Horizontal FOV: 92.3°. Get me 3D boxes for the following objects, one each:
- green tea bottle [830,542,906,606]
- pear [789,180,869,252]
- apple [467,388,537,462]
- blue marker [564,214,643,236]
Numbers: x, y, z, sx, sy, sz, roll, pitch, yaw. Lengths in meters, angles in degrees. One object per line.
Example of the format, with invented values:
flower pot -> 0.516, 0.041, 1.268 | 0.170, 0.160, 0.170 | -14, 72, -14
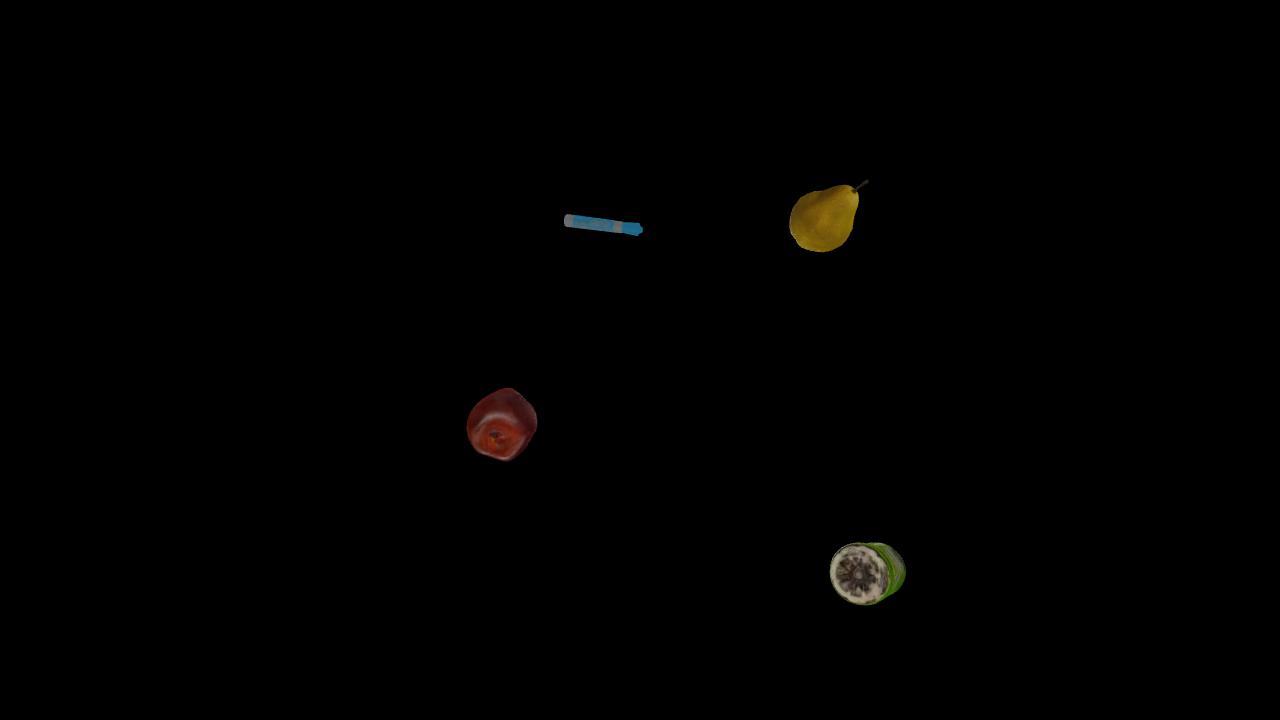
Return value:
green tea bottle -> 0.299, 0.269, 0.786 | 0.073, 0.073, 0.212 | 0, -15, 31
pear -> 0.234, -0.183, 0.758 | 0.080, 0.080, 0.111 | 0, -24, -14
apple -> -0.156, 0.071, 0.700 | 0.079, 0.079, 0.093 | 0, 16, -2
blue marker -> -0.054, -0.198, 0.902 | 0.121, 0.020, 0.020 | 11, 3, 18
